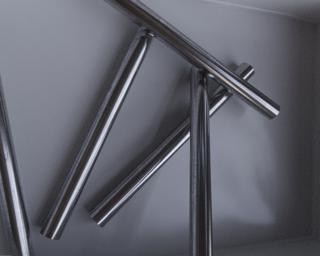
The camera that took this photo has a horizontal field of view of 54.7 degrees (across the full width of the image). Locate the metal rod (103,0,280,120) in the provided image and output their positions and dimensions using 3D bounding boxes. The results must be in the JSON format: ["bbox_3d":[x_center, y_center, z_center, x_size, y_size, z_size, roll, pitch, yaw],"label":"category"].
[{"bbox_3d":[0.040,-0.098,0.398,0.301,0.025,0.025,32,80,-18],"label":"metal rod"}]

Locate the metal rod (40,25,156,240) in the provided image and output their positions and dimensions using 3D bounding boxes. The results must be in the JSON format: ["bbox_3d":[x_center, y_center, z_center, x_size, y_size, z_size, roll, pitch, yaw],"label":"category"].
[{"bbox_3d":[-0.069,-0.010,0.385,0.025,0.025,0.299,27,81,-19],"label":"metal rod"}]

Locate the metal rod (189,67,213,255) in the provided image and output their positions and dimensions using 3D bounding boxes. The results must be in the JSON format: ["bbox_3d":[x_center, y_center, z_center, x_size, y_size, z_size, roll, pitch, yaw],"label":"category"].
[{"bbox_3d":[0.047,0.051,0.366,0.025,0.025,0.299,14,61,-20],"label":"metal rod"}]

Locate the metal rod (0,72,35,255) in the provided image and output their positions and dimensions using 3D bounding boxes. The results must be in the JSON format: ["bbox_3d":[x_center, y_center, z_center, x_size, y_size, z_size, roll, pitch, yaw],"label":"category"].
[{"bbox_3d":[-0.177,0.020,0.345,0.025,0.025,0.298,-10,94,-20],"label":"metal rod"}]

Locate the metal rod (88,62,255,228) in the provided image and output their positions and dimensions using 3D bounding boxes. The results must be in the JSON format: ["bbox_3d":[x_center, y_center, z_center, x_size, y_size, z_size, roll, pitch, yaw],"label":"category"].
[{"bbox_3d":[0.025,0.013,0.421,0.301,0.025,0.025,-44,104,-15],"label":"metal rod"}]
